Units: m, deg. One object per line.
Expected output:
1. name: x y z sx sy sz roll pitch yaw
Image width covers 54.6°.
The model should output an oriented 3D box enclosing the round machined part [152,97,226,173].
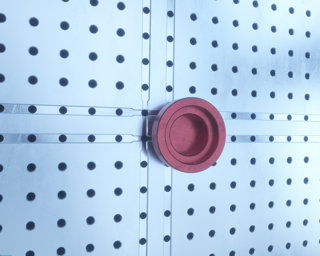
1. round machined part: 0.035 0.009 0.416 0.099 0.042 0.097 0 90 -20
